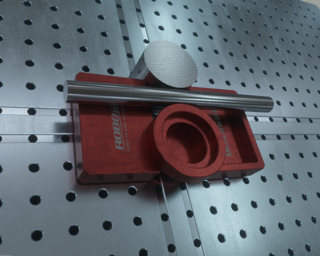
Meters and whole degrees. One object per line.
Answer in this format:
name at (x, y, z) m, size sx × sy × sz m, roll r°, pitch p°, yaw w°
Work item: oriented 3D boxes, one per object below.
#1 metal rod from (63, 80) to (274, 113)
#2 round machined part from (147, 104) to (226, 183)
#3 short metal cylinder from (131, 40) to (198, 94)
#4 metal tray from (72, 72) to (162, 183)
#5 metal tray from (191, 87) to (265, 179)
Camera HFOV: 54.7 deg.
metal rod at (0.032, -0.038, 0.404) m, size 0.303 × 0.025 × 0.025 m, roll 1°, pitch 62°, yaw -28°
round machined part at (0.029, 0.022, 0.383) m, size 0.099 × 0.042 × 0.098 m, roll 14°, pitch 56°, yaw -21°
short metal cylinder at (0.005, -0.076, 0.436) m, size 0.081 × 0.050 × 0.080 m, roll 14°, pitch 56°, yaw -21°
metal tray at (-0.054, -0.002, 0.371) m, size 0.091 × 0.030 × 0.130 m, roll 3°, pitch 61°, yaw -27°
metal tray at (0.087, 0.005, 0.444) m, size 0.091 × 0.030 × 0.130 m, roll 1°, pitch 61°, yaw -28°
